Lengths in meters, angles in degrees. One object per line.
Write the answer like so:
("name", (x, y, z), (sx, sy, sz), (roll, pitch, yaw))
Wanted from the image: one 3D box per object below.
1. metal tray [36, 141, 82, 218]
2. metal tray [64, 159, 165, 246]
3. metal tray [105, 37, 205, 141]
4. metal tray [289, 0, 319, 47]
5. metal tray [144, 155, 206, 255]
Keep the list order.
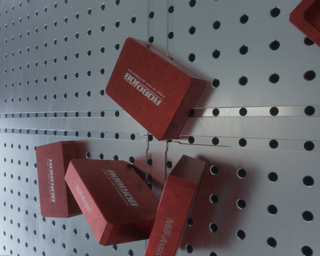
("metal tray", (-0.183, 0.092, 0.559), (0.090, 0.030, 0.129), (-12, 82, 39))
("metal tray", (-0.057, 0.088, 0.398), (0.130, 0.091, 0.030), (41, 116, 45))
("metal tray", (-0.012, -0.054, 0.418), (0.130, 0.030, 0.089), (41, 115, 32))
("metal tray", (0.186, -0.085, 0.252), (0.090, 0.030, 0.130), (-50, 61, 28))
("metal tray", (0.015, 0.104, 0.352), (0.030, 0.090, 0.129), (18, 103, 11))
